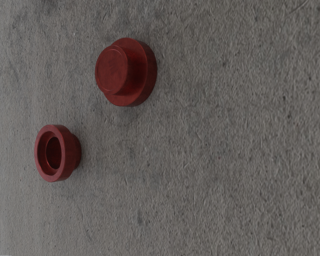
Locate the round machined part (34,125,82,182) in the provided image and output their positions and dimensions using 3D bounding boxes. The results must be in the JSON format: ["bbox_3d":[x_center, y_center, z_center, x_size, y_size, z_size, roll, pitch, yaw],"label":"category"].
[{"bbox_3d":[-0.174,0.043,0.538,0.098,0.042,0.097,0,90,40],"label":"round machined part"}]

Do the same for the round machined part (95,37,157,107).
[{"bbox_3d":[-0.055,-0.080,0.439,0.098,0.042,0.097,0,90,40],"label":"round machined part"}]
